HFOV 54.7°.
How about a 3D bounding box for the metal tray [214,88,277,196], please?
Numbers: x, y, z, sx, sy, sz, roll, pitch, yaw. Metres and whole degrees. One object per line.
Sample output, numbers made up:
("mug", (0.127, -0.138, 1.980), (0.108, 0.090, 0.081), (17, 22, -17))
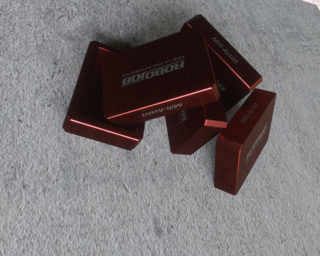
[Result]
("metal tray", (0.116, 0.016, 0.418), (0.030, 0.089, 0.131), (20, 45, 28))

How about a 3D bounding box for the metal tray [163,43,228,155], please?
("metal tray", (0.038, -0.040, 0.411), (0.030, 0.090, 0.130), (6, 60, -26))

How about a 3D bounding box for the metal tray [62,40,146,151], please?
("metal tray", (-0.062, -0.044, 0.397), (0.091, 0.030, 0.130), (18, 54, -18))

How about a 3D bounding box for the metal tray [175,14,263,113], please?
("metal tray", (0.076, -0.091, 0.459), (0.030, 0.090, 0.130), (-41, 85, -25))

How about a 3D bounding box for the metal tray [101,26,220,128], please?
("metal tray", (-0.004, -0.059, 0.368), (0.130, 0.030, 0.090), (-15, 62, 13))
